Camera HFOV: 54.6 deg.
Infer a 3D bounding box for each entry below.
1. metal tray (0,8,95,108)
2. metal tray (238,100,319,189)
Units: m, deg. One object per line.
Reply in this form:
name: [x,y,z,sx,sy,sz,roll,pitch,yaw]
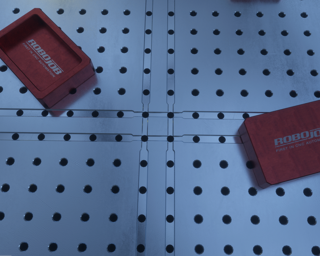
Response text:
metal tray: [-0.170,-0.103,0.445,0.090,0.030,0.130,-42,75,-14]
metal tray: [0.180,0.018,0.403,0.131,0.030,0.090,-14,71,-5]
